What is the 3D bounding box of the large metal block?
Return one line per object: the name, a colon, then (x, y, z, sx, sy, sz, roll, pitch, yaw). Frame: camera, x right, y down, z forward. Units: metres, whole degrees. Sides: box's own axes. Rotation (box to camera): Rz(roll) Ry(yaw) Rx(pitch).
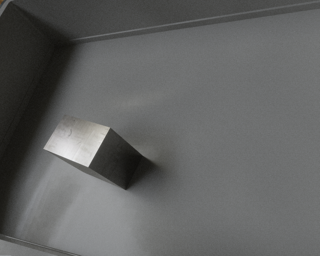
large metal block: (-0.082, 0.031, 0.393, 0.080, 0.080, 0.050, 14, 69, 33)
